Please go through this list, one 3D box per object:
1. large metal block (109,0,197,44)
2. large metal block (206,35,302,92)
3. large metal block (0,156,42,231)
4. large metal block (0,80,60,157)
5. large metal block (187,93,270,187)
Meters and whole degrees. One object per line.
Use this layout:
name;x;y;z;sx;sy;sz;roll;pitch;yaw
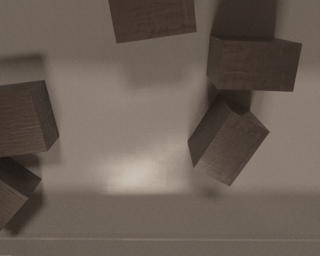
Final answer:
large metal block;-0.007;-0.126;0.335;0.080;0.080;0.050;-8;110;2
large metal block;0.101;-0.077;0.355;0.081;0.080;0.050;2;110;-1
large metal block;-0.228;0.086;0.427;0.080;0.050;0.080;39;105;-14
large metal block;-0.183;-0.012;0.391;0.080;0.050;0.079;-7;110;2
large metal block;0.080;0.012;0.388;0.050;0.080;0.080;28;108;-10
